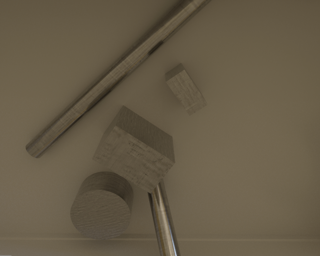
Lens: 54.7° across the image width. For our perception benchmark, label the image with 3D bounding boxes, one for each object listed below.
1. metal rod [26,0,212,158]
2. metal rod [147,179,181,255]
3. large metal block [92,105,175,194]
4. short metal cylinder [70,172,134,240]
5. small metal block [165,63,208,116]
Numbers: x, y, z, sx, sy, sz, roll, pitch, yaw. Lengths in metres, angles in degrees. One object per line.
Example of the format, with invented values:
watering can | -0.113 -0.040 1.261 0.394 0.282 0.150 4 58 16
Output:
metal rod | -0.059 -0.063 0.387 0.300 0.025 0.025 -40 106 13
metal rod | 0.021 0.191 0.370 0.025 0.299 0.025 -11 153 -5
large metal block | -0.030 0.024 0.390 0.080 0.080 0.050 33 107 -12
short metal cylinder | -0.079 0.109 0.437 0.081 0.050 0.079 0 110 -1
small metal block | 0.031 -0.049 0.381 0.025 0.050 0.050 -33 107 11
